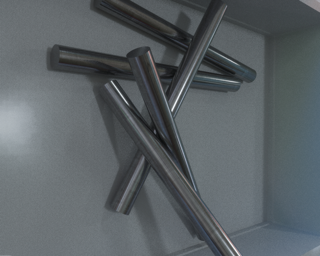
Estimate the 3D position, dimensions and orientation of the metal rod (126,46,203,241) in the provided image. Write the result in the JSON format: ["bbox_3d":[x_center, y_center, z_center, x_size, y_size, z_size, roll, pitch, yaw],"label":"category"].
[{"bbox_3d":[0.023,0.042,0.387,0.025,0.025,0.299,-44,129,-31],"label":"metal rod"}]

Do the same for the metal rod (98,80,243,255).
[{"bbox_3d":[0.027,0.073,0.349,0.025,0.025,0.299,-33,85,-36],"label":"metal rod"}]

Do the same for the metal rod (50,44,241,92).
[{"bbox_3d":[0.008,-0.073,0.414,0.302,0.025,0.025,0,90,-40],"label":"metal rod"}]

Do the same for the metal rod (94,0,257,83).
[{"bbox_3d":[0.045,-0.120,0.445,0.302,0.025,0.025,14,81,-39],"label":"metal rod"}]

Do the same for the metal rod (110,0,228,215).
[{"bbox_3d":[0.016,-0.034,0.395,0.025,0.025,0.299,33,77,-36],"label":"metal rod"}]
